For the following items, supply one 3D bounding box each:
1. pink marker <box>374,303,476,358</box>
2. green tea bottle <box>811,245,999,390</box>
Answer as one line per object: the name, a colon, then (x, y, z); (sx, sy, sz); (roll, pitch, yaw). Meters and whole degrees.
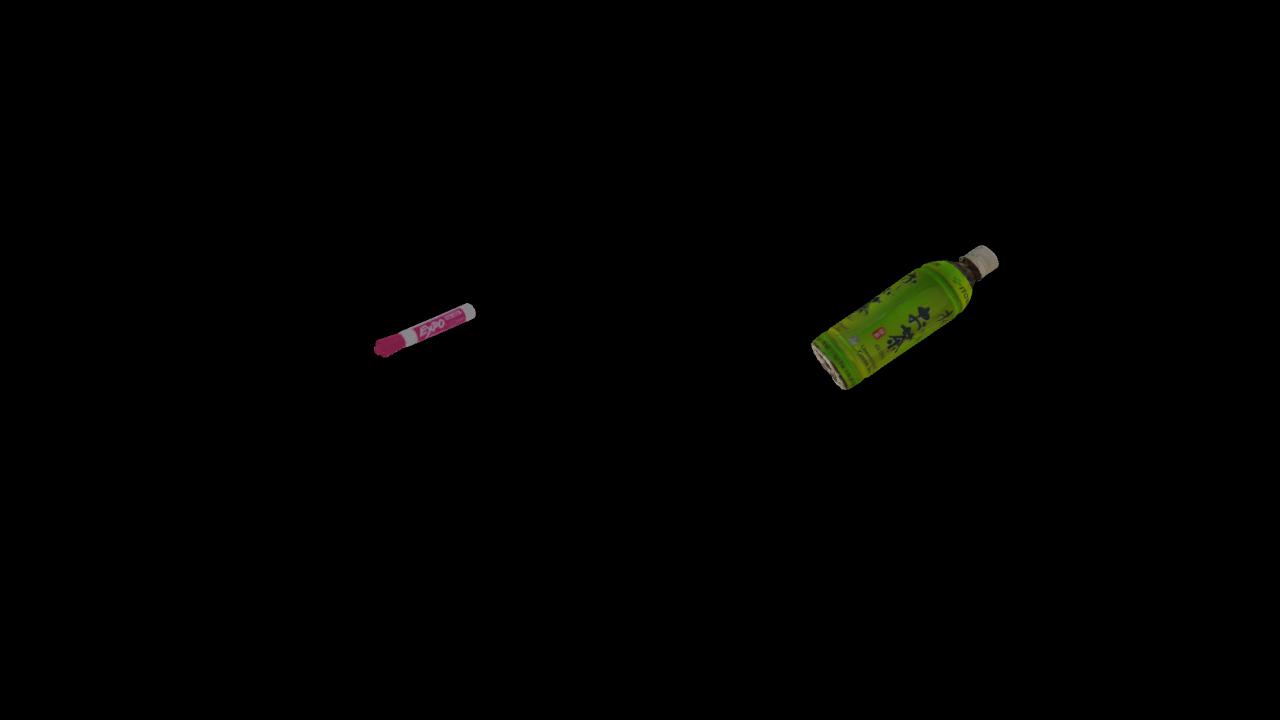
pink marker: (-0.221, -0.032, 0.636); (0.020, 0.020, 0.121); (0, 22, 36)
green tea bottle: (0.296, -0.053, 0.683); (0.212, 0.073, 0.073); (-36, -4, 5)
